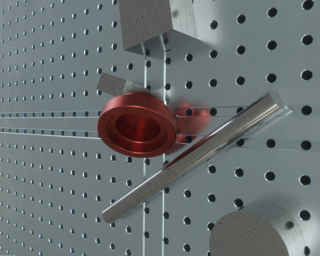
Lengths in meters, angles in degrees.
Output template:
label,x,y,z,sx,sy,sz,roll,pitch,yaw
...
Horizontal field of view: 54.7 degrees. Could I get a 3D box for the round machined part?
label,x,y,z,sx,sy,sz,roll,pitch,yaw
round machined part,-0.027,-0.007,0.395,0.098,0.098,0.042,-31,36,35

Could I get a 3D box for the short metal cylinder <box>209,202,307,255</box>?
label,x,y,z,sx,sy,sz,roll,pitch,yaw
short metal cylinder,0.098,0.119,0.311,0.080,0.050,0.079,0,90,39

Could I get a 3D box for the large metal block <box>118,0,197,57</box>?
label,x,y,z,sx,sy,sz,roll,pitch,yaw
large metal block,-0.004,-0.145,0.395,0.080,0.050,0.080,-11,83,39

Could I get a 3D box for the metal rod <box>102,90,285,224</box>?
label,x,y,z,sx,sy,sz,roll,pitch,yaw
metal rod,0.020,0.053,0.390,0.299,0.025,0.025,-40,66,32

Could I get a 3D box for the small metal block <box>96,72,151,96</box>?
label,x,y,z,sx,sy,sz,roll,pitch,yaw
small metal block,-0.050,-0.053,0.430,0.050,0.050,0.025,23,94,37
